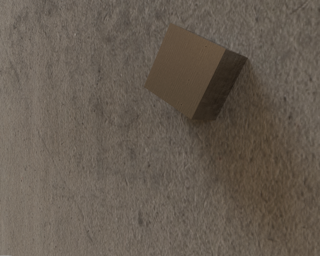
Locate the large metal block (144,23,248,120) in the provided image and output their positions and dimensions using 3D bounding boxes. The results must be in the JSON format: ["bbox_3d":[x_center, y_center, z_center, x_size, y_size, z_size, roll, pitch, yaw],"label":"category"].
[{"bbox_3d":[0.039,-0.064,0.358,0.080,0.050,0.080,38,113,33],"label":"large metal block"}]
